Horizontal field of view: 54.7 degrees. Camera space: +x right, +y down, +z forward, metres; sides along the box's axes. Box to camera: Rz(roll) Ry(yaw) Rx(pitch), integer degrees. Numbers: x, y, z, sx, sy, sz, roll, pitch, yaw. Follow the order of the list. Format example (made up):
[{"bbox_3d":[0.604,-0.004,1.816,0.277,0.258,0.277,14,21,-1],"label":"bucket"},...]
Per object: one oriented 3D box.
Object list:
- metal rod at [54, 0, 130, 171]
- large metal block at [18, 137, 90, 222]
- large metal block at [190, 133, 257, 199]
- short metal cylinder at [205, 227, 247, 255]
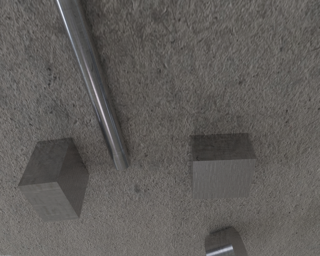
[{"bbox_3d":[-0.077,-0.060,0.355,0.025,0.025,0.298,-7,130,5],"label":"metal rod"},{"bbox_3d":[-0.142,0.072,0.431,0.050,0.080,0.080,-8,130,6],"label":"large metal block"},{"bbox_3d":[0.085,0.055,0.438,0.080,0.050,0.080,-3,130,2],"label":"large metal block"},{"bbox_3d":[0.123,0.229,0.568,0.050,0.080,0.080,-26,126,20],"label":"short metal cylinder"}]
